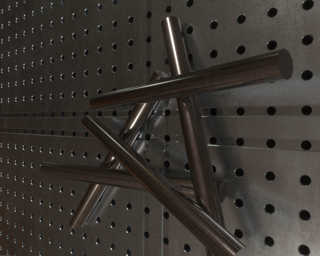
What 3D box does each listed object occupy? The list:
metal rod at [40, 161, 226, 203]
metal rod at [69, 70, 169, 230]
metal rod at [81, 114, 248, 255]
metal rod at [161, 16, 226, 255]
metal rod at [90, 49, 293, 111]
[{"bbox_3d":[-0.058,0.070,0.428,0.300,0.025,0.025,1,91,31],"label":"metal rod"},{"bbox_3d":[-0.068,0.046,0.463,0.025,0.025,0.298,47,117,29],"label":"metal rod"},{"bbox_3d":[-0.021,0.052,0.372,0.300,0.025,0.025,35,112,44],"label":"metal rod"},{"bbox_3d":[0.038,0.006,0.353,0.025,0.025,0.299,-24,68,37],"label":"metal rod"},{"bbox_3d":[0.002,-0.045,0.360,0.300,0.025,0.025,-4,88,49],"label":"metal rod"}]
